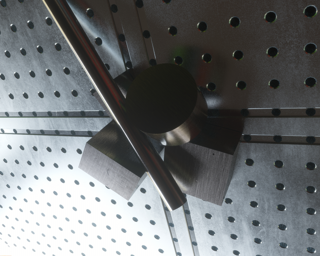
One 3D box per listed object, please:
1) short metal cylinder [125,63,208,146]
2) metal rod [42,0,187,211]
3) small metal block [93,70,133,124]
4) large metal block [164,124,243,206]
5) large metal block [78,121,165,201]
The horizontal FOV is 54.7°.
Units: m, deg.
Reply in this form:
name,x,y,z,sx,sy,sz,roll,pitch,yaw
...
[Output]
name,x,y,z,sx,sy,sz,roll,pitch,yaw
short metal cylinder,0.009,-0.025,0.346,0.080,0.080,0.050,8,166,23
metal rod,-0.055,-0.033,0.379,0.025,0.025,0.299,-31,90,37
small metal block,-0.052,-0.040,0.413,0.050,0.025,0.050,-27,104,37
large metal block,0.051,0.041,0.391,0.080,0.050,0.079,16,125,18
large metal block,-0.049,0.037,0.422,0.080,0.080,0.050,32,128,7
